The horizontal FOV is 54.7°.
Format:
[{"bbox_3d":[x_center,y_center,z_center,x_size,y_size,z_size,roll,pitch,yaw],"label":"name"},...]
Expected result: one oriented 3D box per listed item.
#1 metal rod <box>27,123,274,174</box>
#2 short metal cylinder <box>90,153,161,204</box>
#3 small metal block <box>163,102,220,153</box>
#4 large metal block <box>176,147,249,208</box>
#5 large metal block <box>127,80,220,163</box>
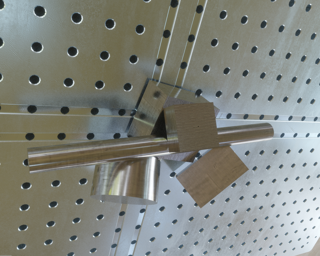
[{"bbox_3d":[0.011,0.018,0.359,0.303,0.025,0.025,-6,121,-26],"label":"metal rod"},{"bbox_3d":[-0.041,0.064,0.380,0.080,0.080,0.050,21,64,-36],"label":"short metal cylinder"},{"bbox_3d":[0.035,-0.001,0.345,0.050,0.025,0.050,-6,86,-25],"label":"small metal block"},{"bbox_3d":[0.070,0.064,0.440,0.080,0.050,0.080,-38,173,-2],"label":"large metal block"},{"bbox_3d":[0.016,-0.007,0.395,0.081,0.050,0.079,11,113,-33],"label":"large metal block"}]
